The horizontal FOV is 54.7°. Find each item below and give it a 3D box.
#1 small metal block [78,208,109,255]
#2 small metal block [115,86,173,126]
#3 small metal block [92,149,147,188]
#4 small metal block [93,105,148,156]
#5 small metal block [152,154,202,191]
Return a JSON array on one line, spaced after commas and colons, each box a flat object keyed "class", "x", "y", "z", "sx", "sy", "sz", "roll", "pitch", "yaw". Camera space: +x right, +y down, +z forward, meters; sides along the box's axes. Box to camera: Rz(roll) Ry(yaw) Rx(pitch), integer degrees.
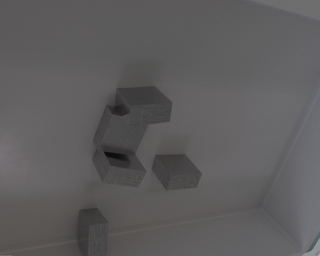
[{"class": "small metal block", "x": -0.092, "y": 0.144, "z": 0.422, "sx": 0.025, "sy": 0.050, "sz": 0.050, "roll": 0, "pitch": 99, "yaw": -29}, {"class": "small metal block", "x": -0.020, "y": -0.027, "z": 0.364, "sx": 0.050, "sy": 0.050, "sz": 0.025, "roll": -7, "pitch": 121, "yaw": -25}, {"class": "small metal block", "x": -0.052, "y": 0.048, "z": 0.393, "sx": 0.050, "sy": 0.050, "sz": 0.025, "roll": 15, "pitch": 110, "yaw": -35}, {"class": "small metal block", "x": -0.048, "y": 0.004, "z": 0.384, "sx": 0.050, "sy": 0.025, "sz": 0.050, "roll": 11, "pitch": 113, "yaw": -33}, {"class": "small metal block", "x": 0.023, "y": 0.062, "z": 0.443, "sx": 0.050, "sy": 0.050, "sz": 0.025, "roll": 1, "pitch": 118, "yaw": -29}]
